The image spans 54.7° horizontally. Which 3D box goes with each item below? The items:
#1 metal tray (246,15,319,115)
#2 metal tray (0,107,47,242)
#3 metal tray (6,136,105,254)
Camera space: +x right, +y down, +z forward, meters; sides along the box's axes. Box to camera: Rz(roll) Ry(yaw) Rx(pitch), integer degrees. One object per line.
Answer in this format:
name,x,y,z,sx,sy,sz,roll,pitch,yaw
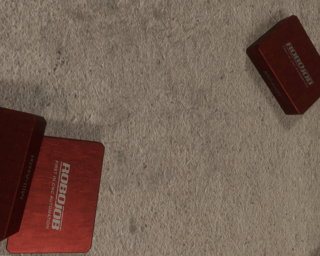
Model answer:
metal tray,0.205,-0.096,0.484,0.090,0.030,0.130,-41,103,-16
metal tray,-0.181,0.041,0.322,0.090,0.030,0.129,12,85,3
metal tray,-0.120,0.076,0.363,0.091,0.030,0.129,8,87,-20
